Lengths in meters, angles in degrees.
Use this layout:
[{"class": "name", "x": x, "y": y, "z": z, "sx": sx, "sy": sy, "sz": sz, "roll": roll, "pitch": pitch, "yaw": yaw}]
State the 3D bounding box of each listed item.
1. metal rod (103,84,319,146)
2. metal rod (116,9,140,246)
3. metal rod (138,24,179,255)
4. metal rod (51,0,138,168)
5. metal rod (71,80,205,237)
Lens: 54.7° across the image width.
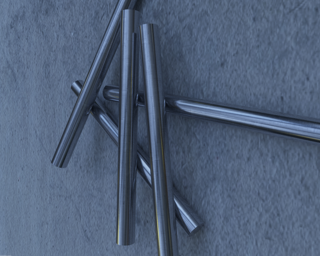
[{"class": "metal rod", "x": 0.038, "y": -0.024, "z": 0.371, "sx": 0.300, "sy": 0.025, "sz": 0.025, "roll": 15, "pitch": 99, "yaw": 38}, {"class": "metal rod", "x": -0.042, "y": 0.000, "z": 0.403, "sx": 0.025, "sy": 0.025, "sz": 0.298, "roll": 2, "pitch": 92, "yaw": 39}, {"class": "metal rod", "x": -0.001, "y": 0.025, "z": 0.370, "sx": 0.025, "sy": 0.025, "sz": 0.298, "roll": -8, "pitch": 85, "yaw": 39}, {"class": "metal rod", "x": -0.093, "y": -0.077, "z": 0.454, "sx": 0.025, "sy": 0.025, "sz": 0.298, "roll": 32, "pitch": 102, "yaw": 35}, {"class": "metal rod", "x": -0.046, "y": 0.026, "z": 0.440, "sx": 0.300, "sy": 0.025, "sz": 0.025, "roll": 47, "pitch": 118, "yaw": 29}]
